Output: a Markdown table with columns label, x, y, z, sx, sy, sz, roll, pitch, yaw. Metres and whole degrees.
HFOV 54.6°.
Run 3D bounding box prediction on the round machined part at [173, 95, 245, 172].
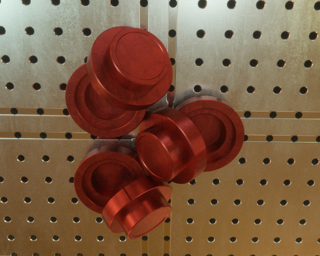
| label | x | y | z | sx | sy | sz | roll | pitch | yaw |
| --- | --- | --- | --- | --- | --- | --- | --- | --- | --- |
| round machined part | 0.056 | 0.005 | 0.406 | 0.099 | 0.042 | 0.097 | 0 | 110 | 0 |

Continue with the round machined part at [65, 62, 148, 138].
| label | x | y | z | sx | sy | sz | roll | pitch | yaw |
| --- | --- | --- | --- | --- | --- | --- | --- | --- | --- |
| round machined part | -0.063 | -0.040 | 0.388 | 0.099 | 0.042 | 0.097 | 0 | 110 | 0 |

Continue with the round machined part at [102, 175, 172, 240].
| label | x | y | z | sx | sy | sz | roll | pitch | yaw |
| --- | --- | --- | --- | --- | --- | --- | --- | --- | --- |
| round machined part | -0.023 | 0.110 | 0.414 | 0.099 | 0.042 | 0.098 | -28 | 148 | -19 |

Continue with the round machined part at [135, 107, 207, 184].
| label | x | y | z | sx | sy | sz | roll | pitch | yaw |
| --- | --- | --- | --- | --- | --- | --- | --- | --- | --- |
| round machined part | 0.006 | 0.027 | 0.382 | 0.042 | 0.098 | 0.098 | -29 | 114 | -35 |

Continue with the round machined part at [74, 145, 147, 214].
| label | x | y | z | sx | sy | sz | roll | pitch | yaw |
| --- | --- | --- | --- | --- | --- | --- | --- | --- | --- |
| round machined part | -0.065 | 0.068 | 0.428 | 0.099 | 0.042 | 0.097 | 0 | 110 | 0 |

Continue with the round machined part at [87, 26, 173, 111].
| label | x | y | z | sx | sy | sz | roll | pitch | yaw |
| --- | --- | --- | --- | --- | --- | --- | --- | --- | --- |
| round machined part | -0.028 | -0.072 | 0.348 | 0.099 | 0.042 | 0.098 | 8 | 71 | -24 |
